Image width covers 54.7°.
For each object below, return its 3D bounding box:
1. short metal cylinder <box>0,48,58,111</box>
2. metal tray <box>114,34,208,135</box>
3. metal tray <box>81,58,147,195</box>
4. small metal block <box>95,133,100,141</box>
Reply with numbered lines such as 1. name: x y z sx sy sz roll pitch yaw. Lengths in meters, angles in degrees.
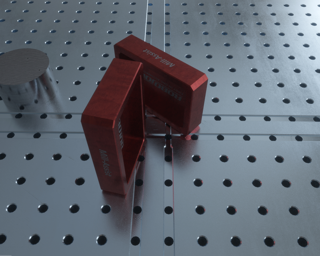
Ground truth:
1. short metal cylinder: -0.195 -0.071 0.448 0.081 0.050 0.080 0 50 0
2. metal tray: -0.002 -0.057 0.413 0.130 0.089 0.030 34 58 25
3. metal tray: -0.043 0.002 0.337 0.030 0.129 0.090 11 51 9
4. small metal block: -0.066 -0.011 0.400 0.025 0.050 0.050 11 51 9
